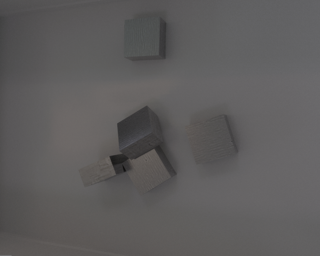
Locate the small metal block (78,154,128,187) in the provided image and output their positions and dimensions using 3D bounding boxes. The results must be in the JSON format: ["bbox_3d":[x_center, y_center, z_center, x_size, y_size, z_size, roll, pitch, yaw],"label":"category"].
[{"bbox_3d":[-0.073,0.057,0.423,0.050,0.050,0.025,-24,82,18],"label":"small metal block"}]

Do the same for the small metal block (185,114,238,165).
[{"bbox_3d":[0.065,0.014,0.388,0.050,0.025,0.050,-18,84,19],"label":"small metal block"}]

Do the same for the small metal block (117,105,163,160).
[{"bbox_3d":[-0.027,0.006,0.407,0.050,0.025,0.050,-30,43,17],"label":"small metal block"}]

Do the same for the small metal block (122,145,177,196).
[{"bbox_3d":[-0.014,0.055,0.415,0.050,0.025,0.050,-34,79,16],"label":"small metal block"}]

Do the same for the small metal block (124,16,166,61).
[{"bbox_3d":[-0.020,-0.119,0.418,0.050,0.025,0.050,2,91,20],"label":"small metal block"}]
